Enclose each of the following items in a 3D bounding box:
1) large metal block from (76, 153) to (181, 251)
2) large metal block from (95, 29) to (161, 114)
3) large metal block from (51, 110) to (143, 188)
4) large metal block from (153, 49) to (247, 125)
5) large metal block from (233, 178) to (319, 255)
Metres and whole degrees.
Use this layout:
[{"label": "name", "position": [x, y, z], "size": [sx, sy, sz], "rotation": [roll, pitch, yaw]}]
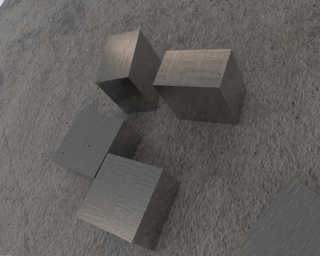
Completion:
[{"label": "large metal block", "position": [-0.035, 0.082, 0.355], "size": [0.080, 0.050, 0.080], "rotation": [12, 68, 33]}, {"label": "large metal block", "position": [-0.038, -0.076, 0.436], "size": [0.050, 0.080, 0.080], "rotation": [-5, 60, 26]}, {"label": "large metal block", "position": [-0.083, 0.028, 0.414], "size": [0.080, 0.050, 0.080], "rotation": [13, 68, 33]}, {"label": "large metal block", "position": [0.051, -0.048, 0.371], "size": [0.080, 0.080, 0.050], "rotation": [7, 65, 31]}, {"label": "large metal block", "position": [0.123, 0.103, 0.260], "size": [0.080, 0.050, 0.080], "rotation": [-49, 51, -6]}]
